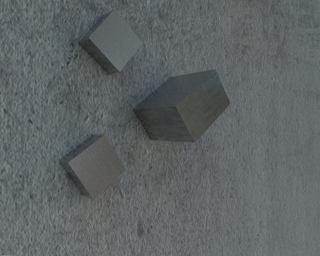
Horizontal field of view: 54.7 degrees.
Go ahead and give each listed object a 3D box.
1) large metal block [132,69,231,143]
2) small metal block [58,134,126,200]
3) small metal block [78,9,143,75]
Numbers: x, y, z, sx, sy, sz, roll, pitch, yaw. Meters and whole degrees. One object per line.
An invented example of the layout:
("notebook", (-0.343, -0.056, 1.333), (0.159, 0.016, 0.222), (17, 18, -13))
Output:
("large metal block", (0.027, -0.027, 0.392), (0.080, 0.080, 0.050), (-44, 117, -31))
("small metal block", (-0.074, 0.041, 0.343), (0.050, 0.025, 0.050), (-41, 115, -32))
("small metal block", (-0.056, -0.098, 0.358), (0.050, 0.025, 0.050), (47, 62, -30))
